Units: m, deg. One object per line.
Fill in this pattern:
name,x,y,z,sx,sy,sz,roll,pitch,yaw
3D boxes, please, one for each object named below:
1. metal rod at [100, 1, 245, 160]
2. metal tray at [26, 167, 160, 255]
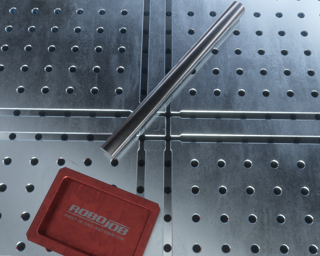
metal rod,0.027,-0.077,0.439,0.025,0.025,0.301,37,74,12
metal tray,-0.075,0.111,0.367,0.131,0.030,0.090,20,71,7
